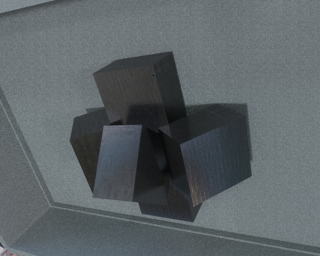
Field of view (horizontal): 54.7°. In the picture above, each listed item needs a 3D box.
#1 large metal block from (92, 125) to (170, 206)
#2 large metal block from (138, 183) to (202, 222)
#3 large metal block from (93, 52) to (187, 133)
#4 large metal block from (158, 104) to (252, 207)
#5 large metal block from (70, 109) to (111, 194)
[{"bbox_3d":[-0.027,0.046,0.363,0.050,0.080,0.080,-1,74,27],"label":"large metal block"},{"bbox_3d":[0.011,0.079,0.434,0.080,0.050,0.080,1,119,28],"label":"large metal block"},{"bbox_3d":[-0.022,-0.041,0.374,0.080,0.050,0.080,-1,118,29],"label":"large metal block"},{"bbox_3d":[0.052,0.028,0.352,0.050,0.081,0.080,36,144,58],"label":"large metal block"},{"bbox_3d":[-0.080,0.028,0.421,0.050,0.080,0.080,-18,115,-4],"label":"large metal block"}]
